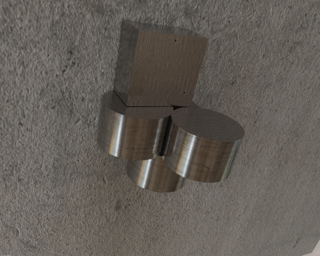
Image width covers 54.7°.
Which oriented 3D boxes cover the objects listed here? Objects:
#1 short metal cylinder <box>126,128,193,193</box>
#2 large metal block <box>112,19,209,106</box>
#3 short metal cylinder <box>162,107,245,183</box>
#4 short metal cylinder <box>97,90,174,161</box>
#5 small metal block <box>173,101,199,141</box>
[{"bbox_3d":[0.001,0.037,0.397,0.081,0.080,0.050,-1,119,-28],"label":"short metal cylinder"},{"bbox_3d":[-0.002,-0.071,0.348,0.081,0.050,0.079,-2,119,-28],"label":"large metal block"},{"bbox_3d":[0.047,0.016,0.344,0.081,0.080,0.050,-2,120,-28],"label":"short metal cylinder"},{"bbox_3d":[-0.029,-0.006,0.354,0.081,0.080,0.050,-2,120,-28],"label":"short metal cylinder"},{"bbox_3d":[0.022,-0.015,0.398,0.025,0.050,0.050,1,118,-29],"label":"small metal block"}]
